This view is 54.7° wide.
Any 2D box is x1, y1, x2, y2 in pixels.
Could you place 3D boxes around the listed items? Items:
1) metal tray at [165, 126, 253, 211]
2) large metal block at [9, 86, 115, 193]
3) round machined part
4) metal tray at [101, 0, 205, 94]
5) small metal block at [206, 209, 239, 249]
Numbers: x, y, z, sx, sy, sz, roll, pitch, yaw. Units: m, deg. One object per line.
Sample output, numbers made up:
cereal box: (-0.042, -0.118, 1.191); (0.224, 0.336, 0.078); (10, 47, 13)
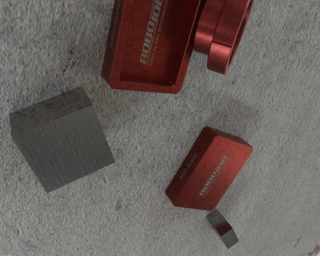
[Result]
metal tray: (0.077, 0.068, 0.488); (0.091, 0.030, 0.129); (18, 109, -35)
large metal block: (-0.105, 0.012, 0.341); (0.081, 0.050, 0.080); (-24, 127, -14)
round machined part: (0.069, -0.112, 0.342); (0.098, 0.042, 0.098); (20, 91, -79)
metal tray: (-0.006, -0.104, 0.335); (0.091, 0.030, 0.129); (1, 118, -29)
small metal block: (0.114, 0.185, 0.567); (0.025, 0.050, 0.050); (-34, 129, -6)
